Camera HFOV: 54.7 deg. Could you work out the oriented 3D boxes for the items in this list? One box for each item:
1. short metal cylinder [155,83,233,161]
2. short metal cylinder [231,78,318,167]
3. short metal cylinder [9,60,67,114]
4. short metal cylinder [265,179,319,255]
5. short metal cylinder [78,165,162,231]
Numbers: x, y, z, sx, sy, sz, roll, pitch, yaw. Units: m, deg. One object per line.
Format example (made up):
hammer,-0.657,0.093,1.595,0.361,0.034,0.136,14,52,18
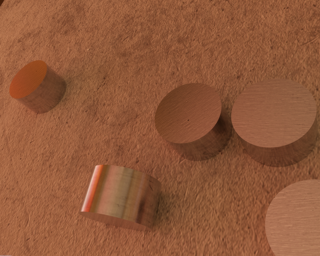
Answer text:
short metal cylinder,0.041,-0.007,0.371,0.080,0.050,0.080,-13,56,21
short metal cylinder,0.121,-0.005,0.327,0.080,0.050,0.080,-13,56,21
short metal cylinder,-0.214,-0.072,0.544,0.080,0.050,0.080,-13,56,21
short metal cylinder,0.135,0.090,0.262,0.080,0.050,0.080,-13,56,21
short metal cylinder,-0.043,0.079,0.343,0.080,0.080,0.050,-1,62,28
